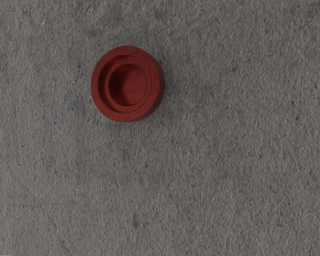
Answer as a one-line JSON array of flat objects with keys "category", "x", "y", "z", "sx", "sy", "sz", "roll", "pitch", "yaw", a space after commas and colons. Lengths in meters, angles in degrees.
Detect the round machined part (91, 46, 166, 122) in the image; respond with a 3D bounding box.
[{"category": "round machined part", "x": -0.039, "y": -0.056, "z": 0.414, "sx": 0.098, "sy": 0.042, "sz": 0.097, "roll": 0, "pitch": 90, "yaw": 20}]
